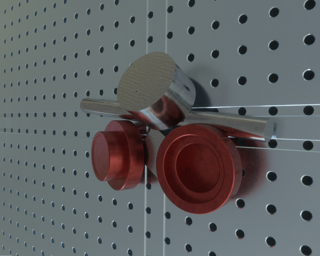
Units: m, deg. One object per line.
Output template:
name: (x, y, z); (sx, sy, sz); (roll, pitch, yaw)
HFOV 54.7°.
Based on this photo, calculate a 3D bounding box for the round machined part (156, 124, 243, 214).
round machined part: (0.047, 0.044, 0.352); (0.098, 0.042, 0.097); (2, 94, 37)

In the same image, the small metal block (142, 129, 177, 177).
small metal block: (0.003, 0.031, 0.402); (0.050, 0.025, 0.050); (44, 116, 31)

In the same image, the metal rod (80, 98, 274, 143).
metal rod: (-0.004, -0.017, 0.408); (0.300, 0.025, 0.025); (10, 96, 39)

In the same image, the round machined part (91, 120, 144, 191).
round machined part: (-0.064, 0.038, 0.429); (0.098, 0.042, 0.097); (3, 93, 58)

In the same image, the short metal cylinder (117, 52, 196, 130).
short metal cylinder: (-0.004, -0.044, 0.373); (0.080, 0.050, 0.080); (-17, 55, 27)
